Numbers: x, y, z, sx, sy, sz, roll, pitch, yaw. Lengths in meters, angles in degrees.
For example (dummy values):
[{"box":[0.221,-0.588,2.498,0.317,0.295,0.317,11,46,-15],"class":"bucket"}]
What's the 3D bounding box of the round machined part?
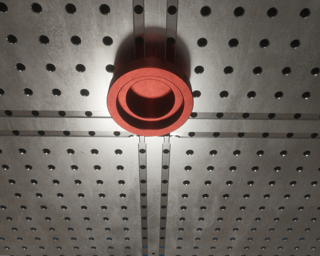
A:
[{"box":[-0.011,-0.039,0.367,0.099,0.042,0.097,-1,130,0],"class":"round machined part"}]
